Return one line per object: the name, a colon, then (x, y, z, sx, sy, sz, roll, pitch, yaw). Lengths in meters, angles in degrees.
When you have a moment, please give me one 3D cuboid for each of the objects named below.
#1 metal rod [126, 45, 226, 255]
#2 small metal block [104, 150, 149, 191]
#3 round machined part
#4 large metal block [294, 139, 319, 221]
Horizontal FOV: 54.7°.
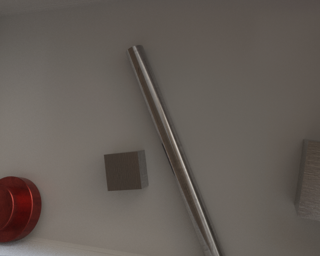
metal rod: (0.019, 0.032, 0.403, 0.025, 0.025, 0.299, -24, 82, 18)
small metal block: (-0.046, 0.058, 0.426, 0.050, 0.025, 0.050, -7, 88, 19)
round machined part: (-0.235, 0.122, 0.471, 0.098, 0.042, 0.098, -5, 74, 18)
large metal block: (0.193, 0.058, 0.329, 0.080, 0.050, 0.079, 8, 93, 19)
